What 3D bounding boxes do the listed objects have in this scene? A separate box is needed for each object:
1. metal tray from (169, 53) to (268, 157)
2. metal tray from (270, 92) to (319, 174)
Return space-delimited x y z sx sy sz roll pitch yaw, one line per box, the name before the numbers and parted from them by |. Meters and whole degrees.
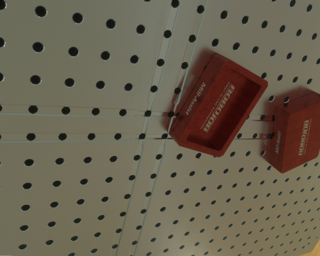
metal tray | 0.082 -0.027 0.435 0.091 0.030 0.129 18 109 -35
metal tray | 0.244 0.010 0.546 0.091 0.030 0.129 -20 126 -16
